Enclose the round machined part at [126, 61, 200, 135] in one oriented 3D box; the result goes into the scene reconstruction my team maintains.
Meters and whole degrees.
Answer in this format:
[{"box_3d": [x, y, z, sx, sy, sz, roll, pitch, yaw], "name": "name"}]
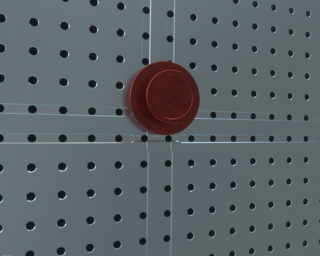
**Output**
[{"box_3d": [0.008, -0.039, 0.406, 0.099, 0.042, 0.097, 0, 90, -20], "name": "round machined part"}]
